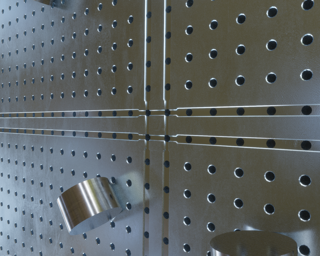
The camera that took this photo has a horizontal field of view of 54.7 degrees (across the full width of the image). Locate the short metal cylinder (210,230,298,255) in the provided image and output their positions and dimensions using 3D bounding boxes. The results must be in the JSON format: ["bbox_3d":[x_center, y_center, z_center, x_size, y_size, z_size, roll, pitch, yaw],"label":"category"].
[{"bbox_3d":[0.091,0.135,0.298,0.080,0.081,0.050,-6,86,39],"label":"short metal cylinder"}]

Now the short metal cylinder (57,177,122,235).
[{"bbox_3d":[-0.103,0.115,0.456,0.080,0.081,0.050,-44,64,31],"label":"short metal cylinder"}]

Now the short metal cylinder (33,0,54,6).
[{"bbox_3d":[-0.231,-0.260,0.560,0.080,0.081,0.050,31,109,35],"label":"short metal cylinder"}]
